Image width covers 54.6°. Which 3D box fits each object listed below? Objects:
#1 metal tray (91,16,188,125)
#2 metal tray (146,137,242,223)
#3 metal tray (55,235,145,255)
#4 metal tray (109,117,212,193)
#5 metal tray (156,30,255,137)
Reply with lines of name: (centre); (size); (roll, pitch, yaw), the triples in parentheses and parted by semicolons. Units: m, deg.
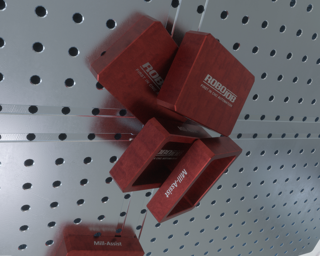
metal tray: (-0.005, -0.054, 0.371); (0.090, 0.030, 0.130); (-43, 129, 1)
metal tray: (0.048, 0.070, 0.431); (0.091, 0.030, 0.129); (-1, 132, -52)
metal tray: (-0.100, 0.214, 0.485); (0.131, 0.030, 0.090); (17, 110, -35)
metal tray: (0.008, 0.036, 0.396); (0.090, 0.030, 0.131); (-52, 151, 17)
metal tray: (0.062, -0.048, 0.381); (0.131, 0.030, 0.090); (22, 92, -48)
